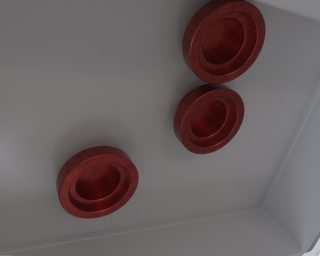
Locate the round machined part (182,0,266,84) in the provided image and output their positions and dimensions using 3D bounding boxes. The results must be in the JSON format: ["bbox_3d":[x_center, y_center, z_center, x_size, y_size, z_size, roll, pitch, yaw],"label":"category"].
[{"bbox_3d":[0.071,-0.105,0.367,0.099,0.042,0.097,-14,130,-17],"label":"round machined part"}]

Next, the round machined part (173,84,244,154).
[{"bbox_3d":[0.062,-0.016,0.421,0.099,0.042,0.097,-14,124,-21],"label":"round machined part"}]

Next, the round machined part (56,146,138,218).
[{"bbox_3d":[-0.081,0.063,0.393,0.099,0.042,0.097,-14,124,-21],"label":"round machined part"}]
